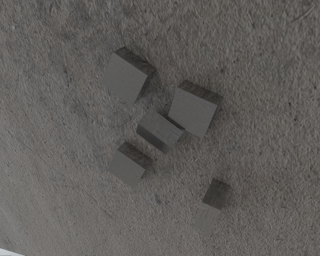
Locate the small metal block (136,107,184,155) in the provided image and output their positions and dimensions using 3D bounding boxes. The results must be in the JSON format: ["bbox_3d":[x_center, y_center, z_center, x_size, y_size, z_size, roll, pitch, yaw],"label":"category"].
[{"bbox_3d":[-0.002,0.006,0.396,0.050,0.025,0.050,37,164,3],"label":"small metal block"}]

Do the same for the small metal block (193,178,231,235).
[{"bbox_3d":[0.070,0.105,0.419,0.025,0.050,0.050,22,127,15],"label":"small metal block"}]

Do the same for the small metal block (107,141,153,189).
[{"bbox_3d":[-0.046,0.056,0.465,0.050,0.025,0.050,35,129,5],"label":"small metal block"}]

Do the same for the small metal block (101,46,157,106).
[{"bbox_3d":[-0.040,-0.065,0.388,0.050,0.025,0.050,35,129,5],"label":"small metal block"}]

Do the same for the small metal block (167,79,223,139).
[{"bbox_3d":[0.041,-0.023,0.371,0.050,0.025,0.050,26,128,12],"label":"small metal block"}]
